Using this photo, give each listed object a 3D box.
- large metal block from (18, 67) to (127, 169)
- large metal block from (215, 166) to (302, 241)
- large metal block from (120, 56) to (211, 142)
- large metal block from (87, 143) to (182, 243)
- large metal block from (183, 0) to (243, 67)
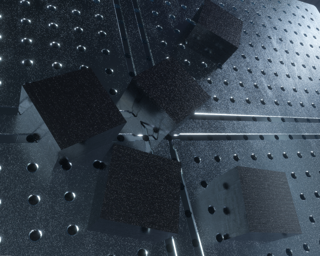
[{"bbox_3d":[-0.099,-0.013,0.348,0.081,0.050,0.080,-26,76,-37],"label":"large metal block"},{"bbox_3d":[0.124,0.100,0.400,0.081,0.050,0.080,10,57,-23],"label":"large metal block"},{"bbox_3d":[0.008,-0.041,0.423,0.080,0.050,0.080,48,51,5],"label":"large metal block"},{"bbox_3d":[-0.026,0.072,0.336,0.081,0.050,0.080,18,55,-18],"label":"large metal block"},{"bbox_3d":[0.095,-0.170,0.549,0.080,0.050,0.080,28,52,-11],"label":"large metal block"}]
